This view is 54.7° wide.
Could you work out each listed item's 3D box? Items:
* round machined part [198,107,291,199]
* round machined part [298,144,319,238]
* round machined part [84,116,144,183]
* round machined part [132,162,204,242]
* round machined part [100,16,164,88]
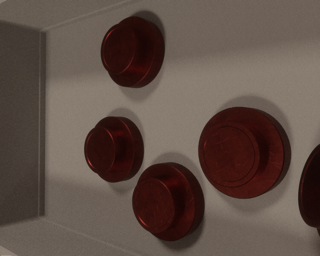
[{"bbox_3d":[0.081,0.026,0.328,0.098,0.042,0.097,0,90,39],"label":"round machined part"},{"bbox_3d":[0.142,0.047,0.238,0.042,0.098,0.097,15,101,4],"label":"round machined part"},{"bbox_3d":[-0.074,0.032,0.454,0.098,0.042,0.097,0,90,39],"label":"round machined part"},{"bbox_3d":[0.003,0.094,0.391,0.098,0.042,0.097,0,90,39],"label":"round machined part"},{"bbox_3d":[-0.045,-0.106,0.431,0.098,0.042,0.097,0,90,39],"label":"round machined part"}]
